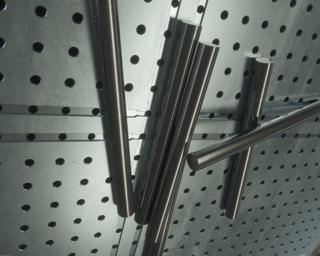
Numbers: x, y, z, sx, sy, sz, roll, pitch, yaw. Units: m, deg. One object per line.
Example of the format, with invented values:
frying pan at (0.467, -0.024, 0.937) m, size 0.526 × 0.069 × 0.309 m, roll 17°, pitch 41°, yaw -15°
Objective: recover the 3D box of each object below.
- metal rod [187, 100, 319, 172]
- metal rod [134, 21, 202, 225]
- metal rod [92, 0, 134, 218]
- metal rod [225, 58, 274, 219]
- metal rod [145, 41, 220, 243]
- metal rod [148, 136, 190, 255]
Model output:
metal rod at (0.167, 0.002, 0.471) m, size 0.302 × 0.025 × 0.025 m, roll -19°, pitch 126°, yaw -29°
metal rod at (0.004, 0.011, 0.419) m, size 0.025 × 0.025 × 0.298 m, roll -1°, pitch 119°, yaw -28°
metal rod at (-0.052, -0.003, 0.379) m, size 0.025 × 0.025 × 0.298 m, roll -14°, pitch 124°, yaw -20°
metal rod at (0.140, 0.034, 0.507) m, size 0.025 × 0.025 × 0.298 m, roll -11°, pitch 123°, yaw -22°
metal rod at (0.023, 0.035, 0.417) m, size 0.025 × 0.025 × 0.298 m, roll 0°, pitch 118°, yaw -29°
metal rod at (0.010, 0.127, 0.493) m, size 0.025 × 0.025 × 0.298 m, roll -4°, pitch 120°, yaw -27°
